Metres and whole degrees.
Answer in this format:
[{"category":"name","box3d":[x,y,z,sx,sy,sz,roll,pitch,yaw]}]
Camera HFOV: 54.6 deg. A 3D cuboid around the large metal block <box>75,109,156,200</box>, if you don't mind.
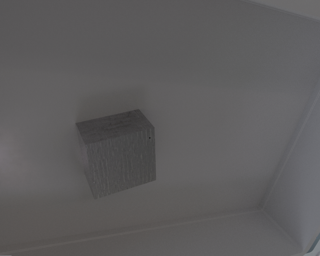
[{"category":"large metal block","box3d":[-0.053,0.031,0.382,0.081,0.050,0.080,-14,124,-21]}]
